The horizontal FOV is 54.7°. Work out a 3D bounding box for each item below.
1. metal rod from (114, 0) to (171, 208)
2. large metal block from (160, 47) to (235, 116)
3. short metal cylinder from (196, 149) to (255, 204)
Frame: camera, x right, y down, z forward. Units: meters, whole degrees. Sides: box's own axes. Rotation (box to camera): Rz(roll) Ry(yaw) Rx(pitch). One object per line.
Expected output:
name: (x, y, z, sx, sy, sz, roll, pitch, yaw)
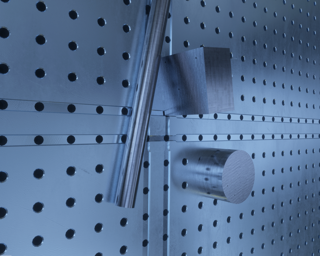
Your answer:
metal rod: (-0.018, -0.052, 0.393, 0.025, 0.025, 0.299, 16, 80, -39)
large metal block: (0.048, -0.060, 0.413, 0.050, 0.080, 0.079, -10, 97, -40)
short metal cylinder: (0.102, 0.072, 0.478, 0.081, 0.050, 0.080, 0, 90, -40)
